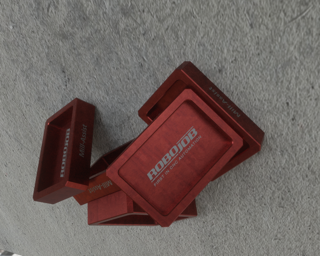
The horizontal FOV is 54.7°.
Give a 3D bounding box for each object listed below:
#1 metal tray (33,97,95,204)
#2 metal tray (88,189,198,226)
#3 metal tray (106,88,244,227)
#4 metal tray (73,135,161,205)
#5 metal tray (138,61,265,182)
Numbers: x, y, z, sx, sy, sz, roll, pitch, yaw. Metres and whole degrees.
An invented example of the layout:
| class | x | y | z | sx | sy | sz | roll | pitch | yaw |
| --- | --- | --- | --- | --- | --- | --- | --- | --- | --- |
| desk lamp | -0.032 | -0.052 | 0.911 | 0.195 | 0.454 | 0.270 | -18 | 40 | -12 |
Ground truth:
| class | x | y | z | sx | sy | sz | roll | pitch | yaw |
| --- | --- | --- | --- | --- | --- | --- | --- | --- | --- |
| metal tray | -0.134 | 0.032 | 0.436 | 0.090 | 0.130 | 0.030 | -27 | 142 | 36 |
| metal tray | -0.022 | 0.114 | 0.433 | 0.090 | 0.131 | 0.030 | -27 | 59 | 37 |
| metal tray | 0.016 | 0.031 | 0.346 | 0.090 | 0.030 | 0.130 | 44 | 84 | -3 |
| metal tray | -0.057 | 0.053 | 0.428 | 0.130 | 0.090 | 0.030 | -27 | 104 | 37 |
| metal tray | 0.048 | -0.005 | 0.376 | 0.130 | 0.030 | 0.090 | 43 | 129 | -3 |
